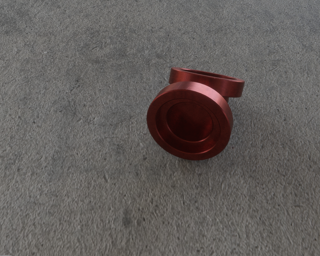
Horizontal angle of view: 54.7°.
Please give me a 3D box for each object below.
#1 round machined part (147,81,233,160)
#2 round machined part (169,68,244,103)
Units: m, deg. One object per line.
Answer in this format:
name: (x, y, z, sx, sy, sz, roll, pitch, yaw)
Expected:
round machined part: (0.037, -0.012, 0.368, 0.098, 0.097, 0.042, 15, 39, 12)
round machined part: (0.060, -0.052, 0.416, 0.099, 0.042, 0.098, 10, 15, -2)
